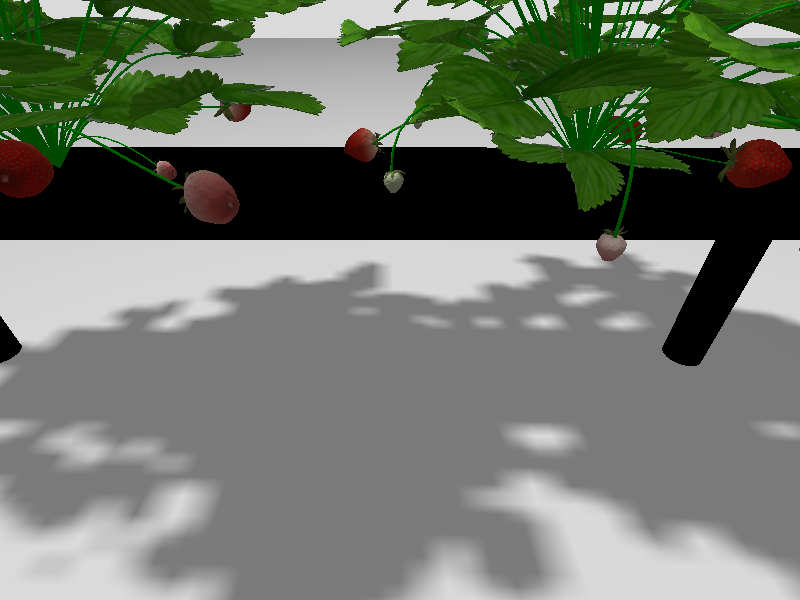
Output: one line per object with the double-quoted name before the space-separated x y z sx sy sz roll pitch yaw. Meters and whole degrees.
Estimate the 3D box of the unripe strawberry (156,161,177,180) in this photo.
"unripe strawberry" -0.181 -0.100 0.312 0.014 0.015 0.013 22 38 6

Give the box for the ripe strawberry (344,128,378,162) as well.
"ripe strawberry" -0.035 -0.137 0.355 0.030 0.029 0.027 -4 34 10

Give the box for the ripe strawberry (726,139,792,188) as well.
"ripe strawberry" 0.262 -0.098 0.291 0.035 0.034 0.038 17 38 22

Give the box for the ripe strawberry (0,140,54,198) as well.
"ripe strawberry" -0.268 -0.090 0.280 0.037 0.039 0.040 -12 37 -17

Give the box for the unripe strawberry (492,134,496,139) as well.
"unripe strawberry" 0.099 -0.167 0.413 0.009 0.010 0.010 -21 40 -27

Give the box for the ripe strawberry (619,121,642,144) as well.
"ripe strawberry" 0.235 -0.171 0.406 0.020 0.023 0.022 29 44 35

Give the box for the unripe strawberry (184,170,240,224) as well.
"unripe strawberry" -0.111 -0.060 0.238 0.031 0.032 0.029 21 40 26

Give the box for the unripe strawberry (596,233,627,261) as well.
"unripe strawberry" 0.109 -0.027 0.208 0.014 0.015 0.015 9 36 13

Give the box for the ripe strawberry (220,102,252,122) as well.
"ripe strawberry" -0.200 -0.243 0.494 0.036 0.041 0.040 15 37 21

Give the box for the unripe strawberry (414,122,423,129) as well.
"unripe strawberry" 0.019 -0.193 0.438 0.010 0.011 0.011 27 43 33

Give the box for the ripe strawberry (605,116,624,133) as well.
"ripe strawberry" 0.237 -0.194 0.444 0.021 0.019 0.019 20 18 27

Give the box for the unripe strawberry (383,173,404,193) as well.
"unripe strawberry" -0.004 -0.086 0.294 0.015 0.015 0.014 -12 37 -17

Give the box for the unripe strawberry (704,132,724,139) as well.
"unripe strawberry" 0.333 -0.188 0.419 0.035 0.036 0.032 -18 38 -24
